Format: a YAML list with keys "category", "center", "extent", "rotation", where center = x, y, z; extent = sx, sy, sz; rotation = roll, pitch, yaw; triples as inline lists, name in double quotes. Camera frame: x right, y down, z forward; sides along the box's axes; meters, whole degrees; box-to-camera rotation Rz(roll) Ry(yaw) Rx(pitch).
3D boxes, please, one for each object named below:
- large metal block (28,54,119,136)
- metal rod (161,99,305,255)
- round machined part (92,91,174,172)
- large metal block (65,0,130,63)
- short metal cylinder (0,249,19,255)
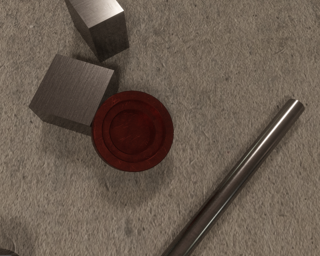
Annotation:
- category: "large metal block"
  center: [-0.109, -0.041, 0.409]
  extent: [0.080, 0.050, 0.080]
  rotation: [17, 71, 6]
- category: "metal rod"
  center: [0.085, 0.075, 0.381]
  extent: [0.025, 0.025, 0.301]
  rotation: [40, 74, 13]
- category: "round machined part"
  center: [-0.036, 0.006, 0.386]
  extent: [0.099, 0.042, 0.097]
  rotation: [2, 82, -17]
- category: "large metal block"
  center: [-0.089, -0.153, 0.434]
  extent: [0.050, 0.080, 0.080]
  rotation: [-32, 74, -11]
- category: "short metal cylinder"
  center: [-0.190, 0.172, 0.330]
  extent: [0.081, 0.050, 0.080]
  rotation: [0, 70, 0]
